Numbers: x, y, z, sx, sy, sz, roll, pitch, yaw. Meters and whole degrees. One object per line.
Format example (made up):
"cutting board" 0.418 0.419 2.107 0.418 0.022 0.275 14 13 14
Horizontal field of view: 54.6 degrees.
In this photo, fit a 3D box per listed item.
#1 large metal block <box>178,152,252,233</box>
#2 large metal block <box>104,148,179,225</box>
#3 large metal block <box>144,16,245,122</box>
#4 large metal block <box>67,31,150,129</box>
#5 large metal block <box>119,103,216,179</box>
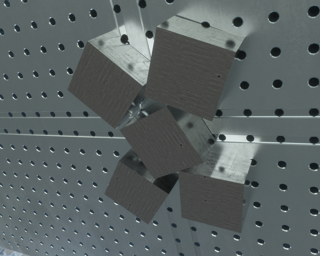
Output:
"large metal block" 0.073 0.081 0.407 0.080 0.050 0.080 8 122 23
"large metal block" -0.026 0.082 0.458 0.080 0.050 0.080 33 129 7
"large metal block" 0.035 -0.065 0.335 0.080 0.050 0.079 21 127 12
"large metal block" -0.058 -0.060 0.389 0.080 0.050 0.080 39 130 2
"large metal block" 0.011 0.010 0.395 0.080 0.050 0.080 -25 105 37
